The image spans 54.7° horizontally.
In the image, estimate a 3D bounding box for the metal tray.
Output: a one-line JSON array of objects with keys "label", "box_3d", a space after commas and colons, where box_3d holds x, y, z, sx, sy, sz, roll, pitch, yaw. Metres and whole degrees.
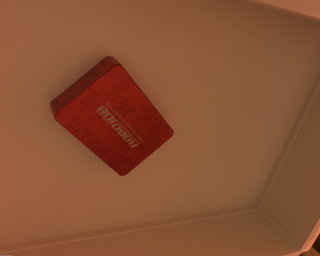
[{"label": "metal tray", "box_3d": [-0.052, -0.009, 0.373, 0.090, 0.030, 0.130, -40, 130, -1]}]
